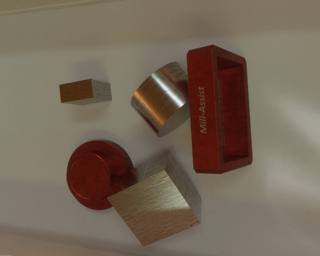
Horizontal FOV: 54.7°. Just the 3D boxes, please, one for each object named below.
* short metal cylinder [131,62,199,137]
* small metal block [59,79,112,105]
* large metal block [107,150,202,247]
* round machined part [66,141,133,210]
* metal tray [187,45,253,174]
[{"bbox_3d":[0.012,-0.034,0.376,0.080,0.080,0.050,-44,77,14],"label":"short metal cylinder"},{"bbox_3d":[-0.102,-0.049,0.432,0.050,0.050,0.025,-7,88,19],"label":"small metal block"},{"bbox_3d":[-0.004,0.087,0.383,0.080,0.050,0.080,-28,105,17],"label":"large metal block"},{"bbox_3d":[-0.090,0.066,0.432,0.098,0.042,0.097,0,90,19],"label":"round machined part"},{"bbox_3d":[0.070,-0.019,0.348,0.030,0.091,0.129,-4,89,37],"label":"metal tray"}]
